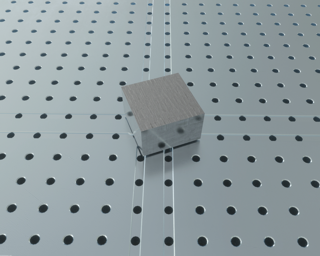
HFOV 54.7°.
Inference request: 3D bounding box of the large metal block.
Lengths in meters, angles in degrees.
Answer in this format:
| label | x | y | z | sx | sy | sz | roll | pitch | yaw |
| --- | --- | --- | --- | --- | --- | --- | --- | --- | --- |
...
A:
| label | x | y | z | sx | sy | sz | roll | pitch | yaw |
| --- | --- | --- | --- | --- | --- | --- | --- | --- | --- |
| large metal block | 0.002 | -0.019 | 0.404 | 0.081 | 0.050 | 0.080 | -16 | 52 | -14 |
